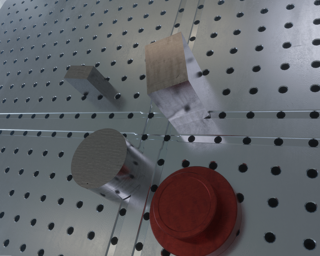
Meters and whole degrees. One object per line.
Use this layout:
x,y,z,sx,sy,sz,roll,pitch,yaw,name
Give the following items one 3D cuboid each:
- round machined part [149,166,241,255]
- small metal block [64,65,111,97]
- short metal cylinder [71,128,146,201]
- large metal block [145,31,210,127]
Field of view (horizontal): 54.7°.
0.032,0.085,0.328,0.098,0.042,0.098,-13,56,21,round machined part
-0.116,-0.075,0.499,0.050,0.050,0.025,8,66,31,small metal block
-0.065,0.047,0.398,0.080,0.050,0.080,-13,56,21,short metal cylinder
0.023,-0.060,0.398,0.050,0.080,0.080,-17,55,19,large metal block
